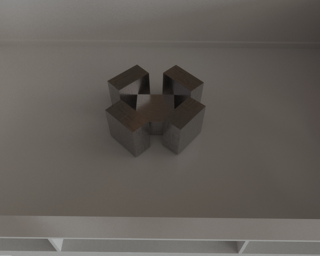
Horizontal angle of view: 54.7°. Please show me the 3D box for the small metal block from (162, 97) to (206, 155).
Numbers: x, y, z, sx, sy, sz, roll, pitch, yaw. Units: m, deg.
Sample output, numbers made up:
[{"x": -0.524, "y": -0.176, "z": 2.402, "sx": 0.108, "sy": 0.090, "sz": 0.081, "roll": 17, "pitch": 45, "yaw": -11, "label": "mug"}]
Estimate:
[{"x": 0.030, "y": -0.003, "z": 0.388, "sx": 0.025, "sy": 0.050, "sz": 0.050, "roll": 34, "pitch": 57, "yaw": 24, "label": "small metal block"}]

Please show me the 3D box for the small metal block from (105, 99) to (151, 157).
[{"x": -0.039, "y": 0.001, "z": 0.386, "sx": 0.025, "sy": 0.050, "sz": 0.050, "roll": -38, "pitch": 59, "yaw": -26, "label": "small metal block"}]

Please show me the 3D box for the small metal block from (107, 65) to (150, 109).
[{"x": -0.041, "y": -0.052, "z": 0.429, "sx": 0.050, "sy": 0.050, "sz": 0.025, "roll": -35, "pitch": 58, "yaw": -25, "label": "small metal block"}]

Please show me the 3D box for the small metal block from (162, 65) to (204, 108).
[{"x": 0.030, "y": -0.051, "z": 0.429, "sx": 0.025, "sy": 0.050, "sz": 0.050, "roll": -37, "pitch": 60, "yaw": -28, "label": "small metal block"}]

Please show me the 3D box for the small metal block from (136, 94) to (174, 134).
[{"x": -0.006, "y": -0.019, "z": 0.418, "sx": 0.050, "sy": 0.025, "sz": 0.050, "roll": 1, "pitch": 50, "yaw": 0, "label": "small metal block"}]
